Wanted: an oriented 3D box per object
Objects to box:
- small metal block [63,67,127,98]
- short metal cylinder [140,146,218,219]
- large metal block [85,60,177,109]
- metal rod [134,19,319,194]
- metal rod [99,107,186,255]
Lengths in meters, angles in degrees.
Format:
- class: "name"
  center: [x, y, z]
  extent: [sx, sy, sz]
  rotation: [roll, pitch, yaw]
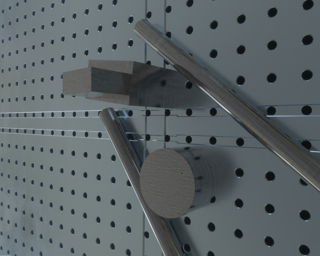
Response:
- class: "small metal block"
  center: [-0.073, -0.049, 0.347]
  extent: [0.050, 0.050, 0.025]
  rotation: [0, 90, 39]
- class: "short metal cylinder"
  center: [0.022, 0.063, 0.373]
  extent: [0.080, 0.050, 0.079]
  rotation: [0, 90, 39]
- class: "large metal block"
  center: [-0.037, -0.056, 0.402]
  extent: [0.080, 0.081, 0.050]
  rotation: [12, 98, 39]
- class: "metal rod"
  center: [0.064, -0.044, 0.354]
  extent: [0.300, 0.025, 0.025]
  rotation: [47, 118, 29]
- class: "metal rod"
  center: [-0.015, 0.099, 0.419]
  extent: [0.025, 0.025, 0.299]
  rotation: [-42, 65, 31]
